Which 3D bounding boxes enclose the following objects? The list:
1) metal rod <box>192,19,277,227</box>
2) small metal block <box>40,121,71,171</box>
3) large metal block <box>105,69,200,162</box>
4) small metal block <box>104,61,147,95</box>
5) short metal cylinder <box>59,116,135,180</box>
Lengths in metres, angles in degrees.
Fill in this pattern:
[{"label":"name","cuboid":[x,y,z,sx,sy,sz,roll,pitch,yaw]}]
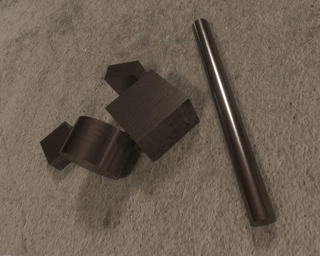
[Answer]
[{"label":"metal rod","cuboid":[0.080,-0.032,0.380,0.025,0.025,0.299,-20,54,16]},{"label":"small metal block","cuboid":[-0.145,0.026,0.462,0.050,0.025,0.050,-40,51,0]},{"label":"large metal block","cuboid":[-0.010,-0.017,0.399,0.080,0.050,0.080,-41,51,-6]},{"label":"small metal block","cuboid":[-0.044,-0.069,0.452,0.050,0.050,0.025,-4,60,26]},{"label":"short metal cylinder","cuboid":[-0.078,0.026,0.392,0.080,0.080,0.050,11,68,32]}]
